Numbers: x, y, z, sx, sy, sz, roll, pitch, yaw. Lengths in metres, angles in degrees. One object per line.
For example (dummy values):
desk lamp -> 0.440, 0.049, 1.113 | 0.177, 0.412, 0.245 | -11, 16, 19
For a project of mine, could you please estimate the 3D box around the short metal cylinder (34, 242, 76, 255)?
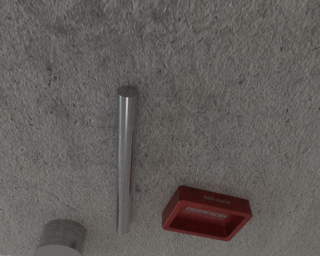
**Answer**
short metal cylinder -> -0.214, 0.272, 0.620 | 0.081, 0.050, 0.079 | 0, 130, 0

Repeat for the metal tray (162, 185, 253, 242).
metal tray -> 0.078, 0.149, 0.531 | 0.131, 0.030, 0.089 | 15, 129, -13

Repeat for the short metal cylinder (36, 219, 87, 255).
short metal cylinder -> -0.180, 0.212, 0.570 | 0.081, 0.050, 0.079 | 0, 130, 0

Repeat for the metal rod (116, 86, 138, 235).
metal rod -> -0.053, 0.069, 0.465 | 0.025, 0.025, 0.298 | 4, 130, -4
